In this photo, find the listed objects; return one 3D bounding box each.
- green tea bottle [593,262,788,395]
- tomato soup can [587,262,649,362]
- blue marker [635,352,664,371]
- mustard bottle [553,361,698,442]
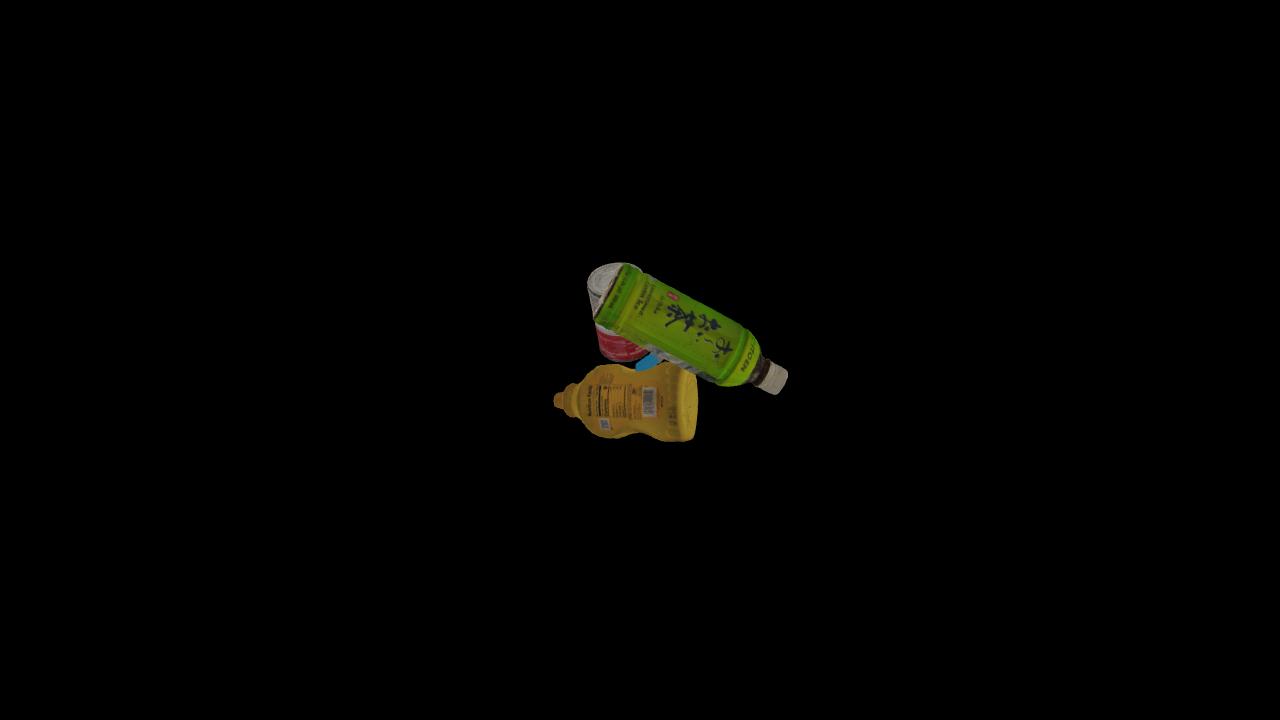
[{"bbox_3d":[0.057,-0.023,0.641,0.212,0.073,0.073,28,-5,-10],"label":"green tea bottle"},{"bbox_3d":[-0.023,-0.056,0.722,0.068,0.101,0.068,-5,44,5],"label":"tomato soup can"},{"bbox_3d":[0.036,-0.018,0.755,0.020,0.020,0.121,0,32,49],"label":"blue marker"},{"bbox_3d":[-0.024,0.049,0.731,0.184,0.092,0.054,-1,2,27],"label":"mustard bottle"}]
